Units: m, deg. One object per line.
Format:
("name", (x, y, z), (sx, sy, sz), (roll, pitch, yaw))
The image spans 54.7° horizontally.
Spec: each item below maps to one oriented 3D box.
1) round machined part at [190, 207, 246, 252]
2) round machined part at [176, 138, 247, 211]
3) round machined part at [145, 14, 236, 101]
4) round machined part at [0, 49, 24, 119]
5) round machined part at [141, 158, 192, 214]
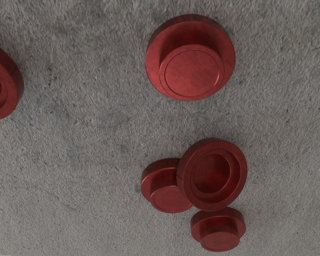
("round machined part", (0.105, 0.187, 0.556), (0.099, 0.042, 0.097), (0, 130, 0))
("round machined part", (0.067, 0.061, 0.428), (0.099, 0.042, 0.097), (-4, 102, -20))
("round machined part", (0.033, -0.068, 0.338), (0.099, 0.042, 0.097), (0, 130, 0))
("round machined part", (-0.202, -0.058, 0.345), (0.099, 0.042, 0.097), (0, 130, 0))
("round machined part", (0.019, 0.095, 0.477), (0.099, 0.042, 0.097), (0, 130, 0))
